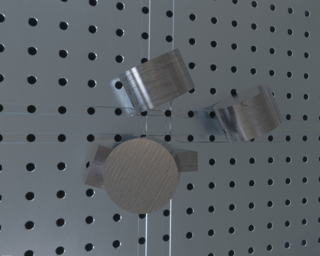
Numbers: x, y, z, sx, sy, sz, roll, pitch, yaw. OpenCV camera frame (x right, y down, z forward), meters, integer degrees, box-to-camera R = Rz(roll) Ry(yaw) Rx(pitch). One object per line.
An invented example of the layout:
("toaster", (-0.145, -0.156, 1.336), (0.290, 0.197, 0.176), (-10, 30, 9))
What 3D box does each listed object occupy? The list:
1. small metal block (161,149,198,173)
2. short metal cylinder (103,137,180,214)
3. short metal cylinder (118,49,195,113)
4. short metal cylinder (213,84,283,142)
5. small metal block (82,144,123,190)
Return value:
("small metal block", (0.015, 0.042, 0.405), (0.050, 0.050, 0.025), (0, 91, -20))
("short metal cylinder", (-0.018, 0.050, 0.350), (0.080, 0.050, 0.079), (0, 91, 7))
("short metal cylinder", (-0.004, -0.058, 0.382), (0.081, 0.080, 0.050), (-28, 100, -18))
("short metal cylinder", (0.120, -0.021, 0.428), (0.080, 0.080, 0.050), (-28, 100, -18))
("small metal block", (-0.063, 0.051, 0.390), (0.050, 0.025, 0.050), (21, 83, -19))
